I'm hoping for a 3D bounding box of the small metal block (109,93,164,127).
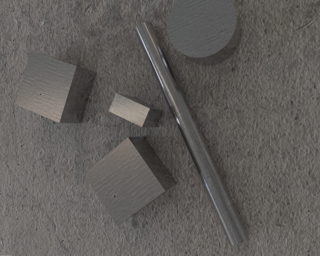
[{"bbox_3d":[-0.030,-0.023,0.406,0.050,0.050,0.025,25,99,18],"label":"small metal block"}]

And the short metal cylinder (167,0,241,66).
[{"bbox_3d":[0.055,-0.120,0.376,0.080,0.050,0.080,0,90,20],"label":"short metal cylinder"}]

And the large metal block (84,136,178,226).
[{"bbox_3d":[-0.038,0.067,0.409,0.080,0.050,0.080,-39,78,16],"label":"large metal block"}]

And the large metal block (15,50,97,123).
[{"bbox_3d":[-0.150,-0.058,0.448,0.080,0.050,0.080,21,97,18],"label":"large metal block"}]

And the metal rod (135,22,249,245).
[{"bbox_3d":[0.037,0.000,0.395,0.025,0.025,0.299,-26,82,18],"label":"metal rod"}]
